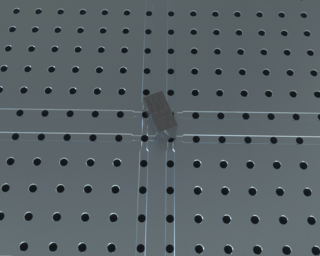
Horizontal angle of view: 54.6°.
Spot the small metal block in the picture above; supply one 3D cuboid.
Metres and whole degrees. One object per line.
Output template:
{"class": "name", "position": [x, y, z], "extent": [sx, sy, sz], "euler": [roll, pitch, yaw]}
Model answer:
{"class": "small metal block", "position": [0.001, -0.012, 0.403], "extent": [0.025, 0.050, 0.050], "euler": [-21, 72, -7]}
